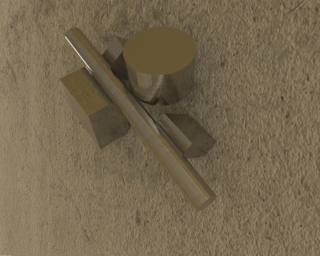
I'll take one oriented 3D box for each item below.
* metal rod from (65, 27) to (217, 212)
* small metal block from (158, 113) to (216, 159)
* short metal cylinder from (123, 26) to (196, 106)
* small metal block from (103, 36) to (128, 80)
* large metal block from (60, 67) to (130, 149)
[{"bbox_3d":[-0.038,-0.029,0.371,0.300,0.025,0.025,51,120,27],"label":"metal rod"},{"bbox_3d":[0.029,0.009,0.361,0.050,0.050,0.025,48,119,29],"label":"small metal block"},{"bbox_3d":[0.001,-0.072,0.360,0.080,0.080,0.050,46,159,30],"label":"short metal cylinder"},{"bbox_3d":[-0.051,-0.095,0.430,0.050,0.050,0.025,-46,63,30],"label":"small metal block"},{"bbox_3d":[-0.090,-0.030,0.439,0.080,0.050,0.080,48,159,28],"label":"large metal block"}]
